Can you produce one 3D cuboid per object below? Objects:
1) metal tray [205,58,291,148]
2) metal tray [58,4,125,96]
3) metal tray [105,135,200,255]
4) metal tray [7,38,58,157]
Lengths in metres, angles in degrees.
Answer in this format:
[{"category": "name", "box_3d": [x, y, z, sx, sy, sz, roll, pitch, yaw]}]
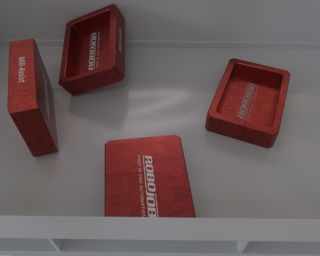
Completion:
[{"category": "metal tray", "box_3d": [0.126, -0.040, 0.436, 0.090, 0.030, 0.130, 17, 52, 14]}, {"category": "metal tray", "box_3d": [-0.100, -0.119, 0.465, 0.090, 0.030, 0.130, -14, 58, 17]}, {"category": "metal tray", "box_3d": [-0.014, 0.070, 0.343, 0.091, 0.030, 0.130, -5, 50, -4]}, {"category": "metal tray", "box_3d": [-0.161, -0.040, 0.395, 0.030, 0.090, 0.130, -13, 51, -10]}]
